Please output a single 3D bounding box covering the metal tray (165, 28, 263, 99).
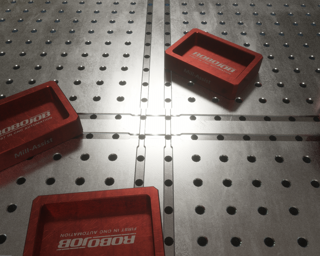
[{"bbox_3d":[0.084,-0.106,0.494,0.130,0.030,0.090,30,56,22],"label":"metal tray"}]

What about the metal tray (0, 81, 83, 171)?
[{"bbox_3d":[-0.181,-0.004,0.405,0.131,0.030,0.090,-27,55,-21],"label":"metal tray"}]

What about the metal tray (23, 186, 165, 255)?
[{"bbox_3d":[-0.063,0.110,0.310,0.131,0.030,0.090,-4,50,-4],"label":"metal tray"}]
